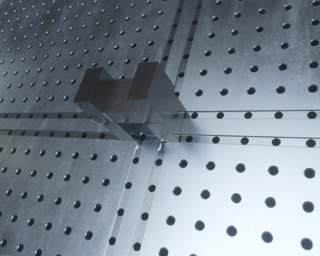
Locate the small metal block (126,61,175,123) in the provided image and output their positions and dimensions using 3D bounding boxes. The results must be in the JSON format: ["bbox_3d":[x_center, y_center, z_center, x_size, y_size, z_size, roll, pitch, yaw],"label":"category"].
[{"bbox_3d":[-0.009,-0.040,0.354,0.025,0.050,0.050,1,62,29],"label":"small metal block"}]

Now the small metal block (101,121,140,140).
[{"bbox_3d":[-0.050,-0.017,0.426,0.025,0.050,0.050,1,62,28],"label":"small metal block"}]

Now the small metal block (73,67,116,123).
[{"bbox_3d":[-0.075,-0.040,0.389,0.025,0.050,0.050,1,62,29],"label":"small metal block"}]

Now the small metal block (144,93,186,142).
[{"bbox_3d":[0.008,-0.016,0.396,0.025,0.050,0.050,-1,62,28],"label":"small metal block"}]

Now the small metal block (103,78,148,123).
[{"bbox_3d":[-0.036,-0.034,0.383,0.050,0.025,0.050,1,62,28],"label":"small metal block"}]
